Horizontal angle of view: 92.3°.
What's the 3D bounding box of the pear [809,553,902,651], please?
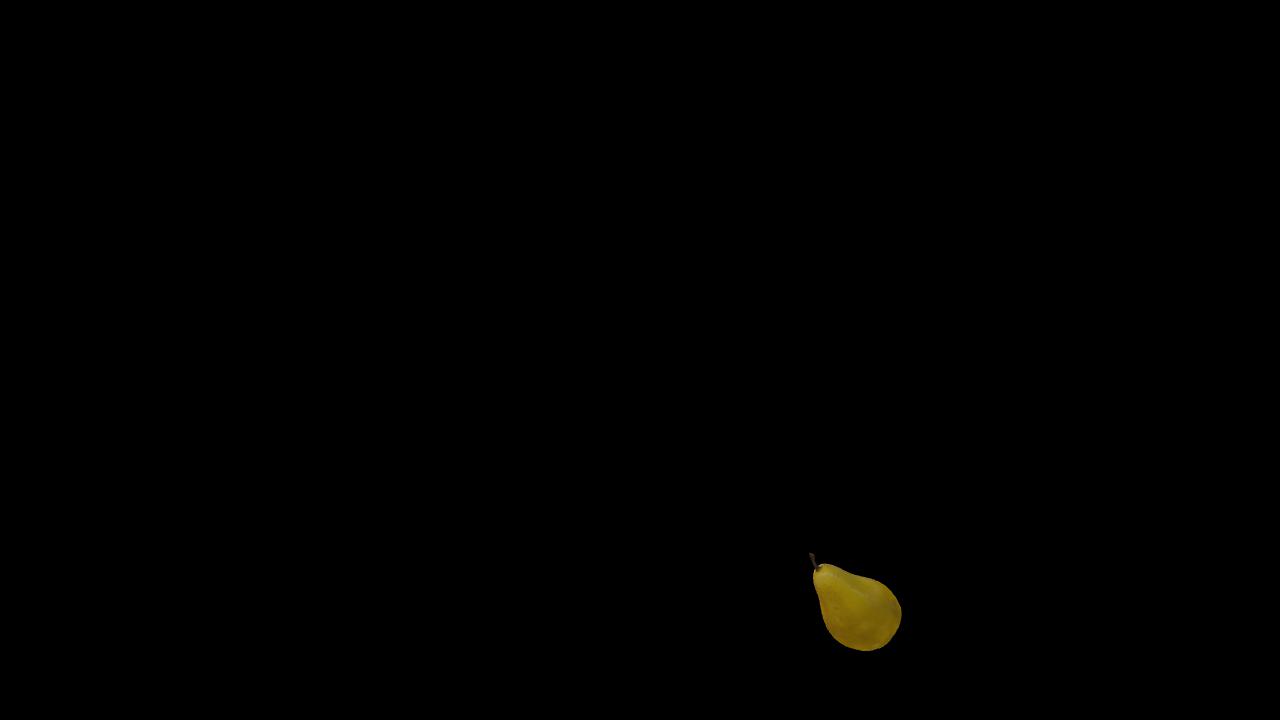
[{"bbox_3d":[0.210,0.247,0.639,0.111,0.080,0.080,39,6,8],"label":"pear"}]
